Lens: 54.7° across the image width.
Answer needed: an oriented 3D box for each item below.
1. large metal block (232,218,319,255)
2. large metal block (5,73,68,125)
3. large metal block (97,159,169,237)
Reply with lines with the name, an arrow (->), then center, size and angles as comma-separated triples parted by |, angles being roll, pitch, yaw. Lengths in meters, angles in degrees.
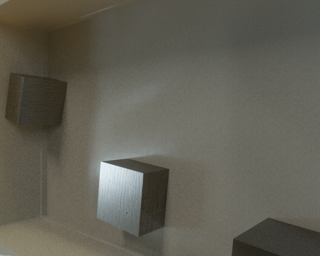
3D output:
large metal block -> 0.118, 0.124, 0.274 | 0.080, 0.081, 0.050 | 7, 95, 40
large metal block -> -0.220, -0.050, 0.553 | 0.050, 0.081, 0.079 | 19, 102, 38
large metal block -> -0.038, 0.090, 0.422 | 0.080, 0.050, 0.079 | 8, 95, 39
